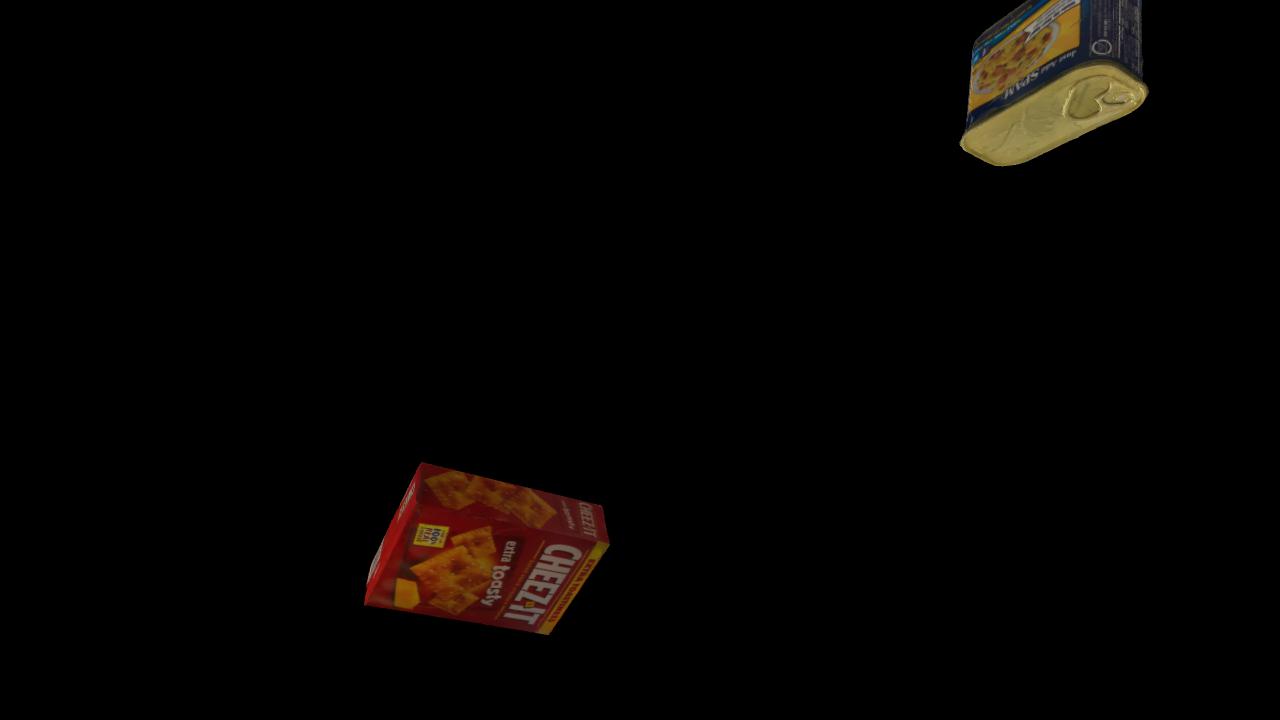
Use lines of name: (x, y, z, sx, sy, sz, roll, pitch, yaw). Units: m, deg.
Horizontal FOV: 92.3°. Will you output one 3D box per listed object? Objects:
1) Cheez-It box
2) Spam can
Cheez-It box: (-0.170, 0.219, 0.694, 0.223, 0.166, 0.071, 21, 25, -25)
Spam can: (0.272, -0.194, 0.411, 0.058, 0.085, 0.101, 17, -16, -20)
